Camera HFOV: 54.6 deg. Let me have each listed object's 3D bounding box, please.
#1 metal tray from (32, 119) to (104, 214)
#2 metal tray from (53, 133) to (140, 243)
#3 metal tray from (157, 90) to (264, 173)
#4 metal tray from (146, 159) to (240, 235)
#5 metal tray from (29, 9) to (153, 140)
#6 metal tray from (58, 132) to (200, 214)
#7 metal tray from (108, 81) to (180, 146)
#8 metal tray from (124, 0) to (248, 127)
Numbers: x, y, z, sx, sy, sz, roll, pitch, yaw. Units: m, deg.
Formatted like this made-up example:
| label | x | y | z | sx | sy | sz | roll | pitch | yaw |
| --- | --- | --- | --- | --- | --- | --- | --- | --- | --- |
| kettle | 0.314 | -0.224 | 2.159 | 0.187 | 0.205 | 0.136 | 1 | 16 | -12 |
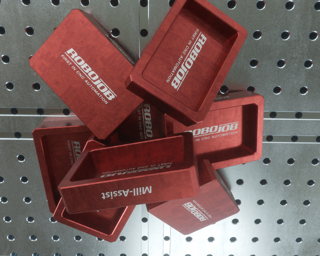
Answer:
| label | x | y | z | sx | sy | sz | roll | pitch | yaw |
| --- | --- | --- | --- | --- | --- | --- | --- | --- | --- |
| metal tray | -0.115 | 0.054 | 0.430 | 0.090 | 0.030 | 0.129 | -4 | 109 | 1 |
| metal tray | -0.073 | 0.080 | 0.407 | 0.090 | 0.030 | 0.129 | 25 | 108 | -9 |
| metal tray | 0.066 | 0.007 | 0.394 | 0.131 | 0.030 | 0.089 | -10 | 111 | -15 |
| metal tray | 0.046 | 0.097 | 0.411 | 0.090 | 0.030 | 0.130 | -27 | 141 | 10 |
| metal tray | -0.079 | -0.062 | 0.369 | 0.090 | 0.030 | 0.130 | -43 | 89 | 14 |
| metal tray | -0.027 | 0.043 | 0.325 | 0.130 | 0.090 | 0.030 | -10 | 110 | 8 |
| metal tray | -0.019 | 0.005 | 0.412 | 0.090 | 0.030 | 0.129 | -5 | 108 | 0 |
| metal tray | 0.032 | -0.078 | 0.346 | 0.090 | 0.030 | 0.130 | 32 | 74 | -11 |
